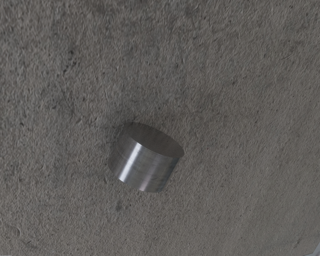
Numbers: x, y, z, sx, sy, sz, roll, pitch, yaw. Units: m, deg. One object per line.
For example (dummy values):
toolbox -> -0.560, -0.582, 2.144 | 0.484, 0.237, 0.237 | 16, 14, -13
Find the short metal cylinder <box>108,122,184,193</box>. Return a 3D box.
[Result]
short metal cylinder -> -0.017, 0.034, 0.382 | 0.081, 0.080, 0.050 | 15, 110, -35
